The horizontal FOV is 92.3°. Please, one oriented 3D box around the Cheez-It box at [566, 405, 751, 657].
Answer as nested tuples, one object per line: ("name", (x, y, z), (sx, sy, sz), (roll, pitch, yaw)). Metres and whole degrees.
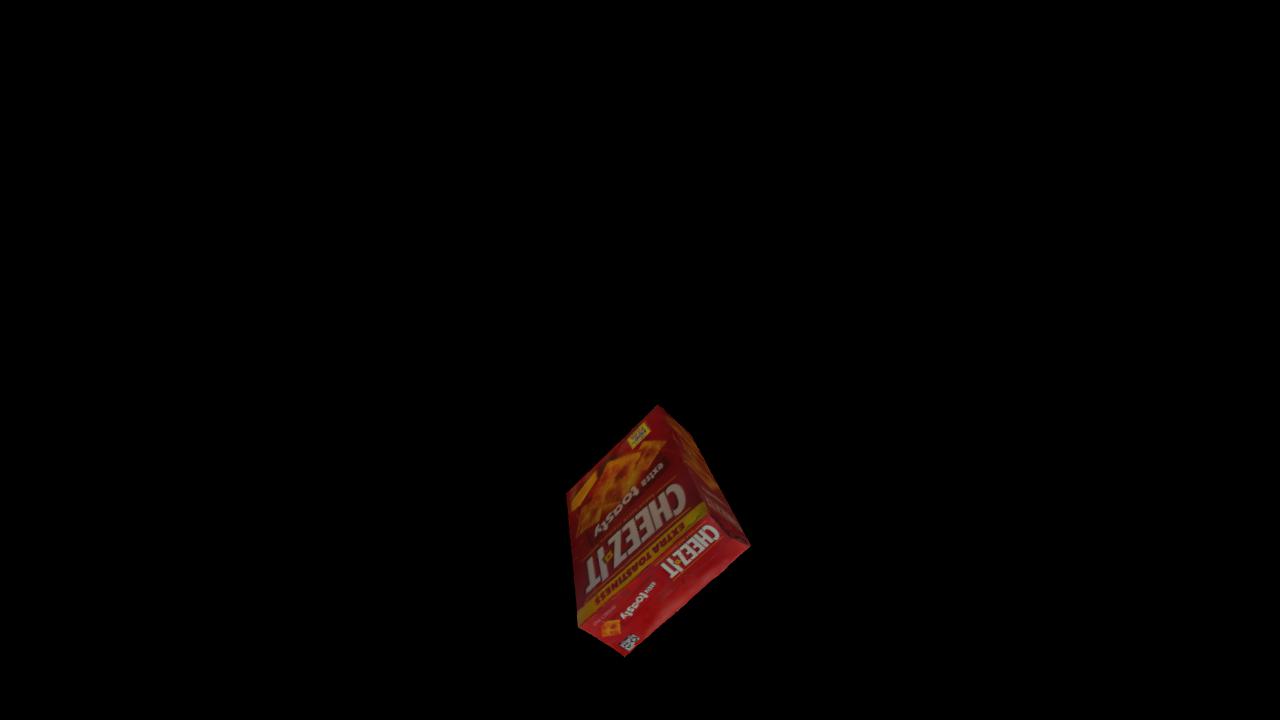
("Cheez-It box", (0.003, 0.167, 0.653), (0.071, 0.166, 0.223), (42, 9, -22))
